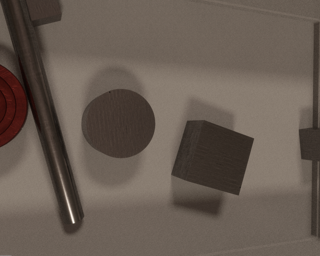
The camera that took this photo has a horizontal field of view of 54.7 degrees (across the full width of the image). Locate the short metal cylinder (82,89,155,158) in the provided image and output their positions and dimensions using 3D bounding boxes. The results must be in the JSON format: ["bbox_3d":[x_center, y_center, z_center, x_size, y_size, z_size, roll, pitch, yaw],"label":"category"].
[{"bbox_3d":[-0.052,-0.005,0.379,0.081,0.050,0.079,0,90,-21],"label":"short metal cylinder"}]

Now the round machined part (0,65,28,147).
[{"bbox_3d":[-0.194,-0.023,0.330,0.099,0.042,0.097,0,90,-21],"label":"round machined part"}]

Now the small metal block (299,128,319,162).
[{"bbox_3d":[0.252,0.026,0.493,0.025,0.050,0.050,-7,93,-20],"label":"small metal block"}]

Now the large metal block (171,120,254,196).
[{"bbox_3d":[0.072,0.040,0.425,0.081,0.050,0.080,19,84,-20],"label":"large metal block"}]

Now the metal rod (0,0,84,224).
[{"bbox_3d":[-0.133,-0.034,0.344,0.025,0.025,0.298,-16,102,-20],"label":"metal rod"}]

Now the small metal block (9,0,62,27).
[{"bbox_3d":[-0.148,-0.146,0.356,0.050,0.025,0.050,-22,98,-19],"label":"small metal block"}]
